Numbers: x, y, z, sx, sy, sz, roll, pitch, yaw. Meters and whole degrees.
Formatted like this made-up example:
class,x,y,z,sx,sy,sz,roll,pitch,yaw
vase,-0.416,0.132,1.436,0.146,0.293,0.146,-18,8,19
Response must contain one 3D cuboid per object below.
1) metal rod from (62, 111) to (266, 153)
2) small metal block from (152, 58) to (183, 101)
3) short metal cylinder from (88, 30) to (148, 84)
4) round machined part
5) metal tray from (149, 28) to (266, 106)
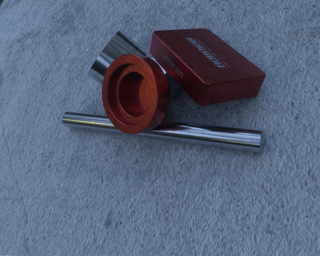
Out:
class,x,y,z,sx,sy,sz,roll,pitch,yaw
metal rod,-0.017,0.001,0.414,0.300,0.025,0.025,6,65,31
small metal block,0.001,-0.069,0.429,0.050,0.050,0.025,26,76,37
short metal cylinder,-0.061,-0.095,0.454,0.080,0.050,0.080,-51,11,15
round machined part,-0.026,-0.043,0.394,0.098,0.042,0.097,7,101,39
metal tray,0.055,-0.083,0.391,0.091,0.030,0.130,-12,46,-27
